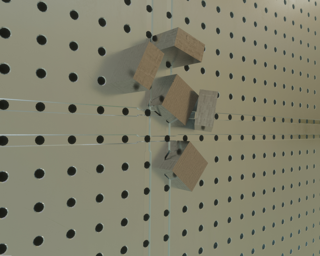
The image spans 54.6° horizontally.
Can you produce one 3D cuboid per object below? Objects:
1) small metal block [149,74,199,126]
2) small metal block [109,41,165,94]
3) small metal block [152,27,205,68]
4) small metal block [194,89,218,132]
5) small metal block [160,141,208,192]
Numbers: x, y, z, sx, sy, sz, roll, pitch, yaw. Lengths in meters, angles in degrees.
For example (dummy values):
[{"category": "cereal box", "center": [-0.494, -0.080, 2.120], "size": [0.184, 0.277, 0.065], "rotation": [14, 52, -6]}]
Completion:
[{"category": "small metal block", "center": [0.021, -0.038, 0.425], "size": [0.050, 0.025, 0.050], "rotation": [39, 66, -33]}, {"category": "small metal block", "center": [-0.028, -0.070, 0.368], "size": [0.025, 0.050, 0.050], "rotation": [33, 69, -35]}, {"category": "small metal block", "center": [0.022, -0.105, 0.410], "size": [0.050, 0.050, 0.025], "rotation": [20, 78, -38]}, {"category": "small metal block", "center": [0.066, -0.023, 0.445], "size": [0.050, 0.025, 0.050], "rotation": [53, 46, -79]}, {"category": "small metal block", "center": [0.035, 0.053, 0.437], "size": [0.050, 0.025, 0.050], "rotation": [49, 61, -29]}]
